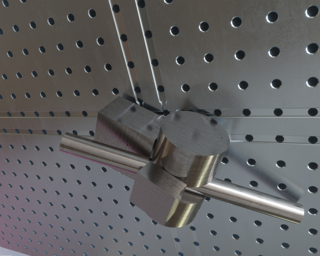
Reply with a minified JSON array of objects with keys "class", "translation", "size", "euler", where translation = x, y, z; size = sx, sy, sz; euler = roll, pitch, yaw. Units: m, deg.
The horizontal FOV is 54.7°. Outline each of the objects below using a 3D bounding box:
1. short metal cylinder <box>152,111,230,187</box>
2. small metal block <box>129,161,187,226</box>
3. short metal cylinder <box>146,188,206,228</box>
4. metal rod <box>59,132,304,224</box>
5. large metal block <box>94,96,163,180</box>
[{"class":"short metal cylinder","translation":[0.035,0.023,0.367],"size":[0.080,0.080,0.050],"euler":[25,127,13]},{"class":"small metal block","translation":[-0.003,0.074,0.352],"size":[0.050,0.025,0.050],"euler":[31,129,18]},{"class":"short metal cylinder","translation":[0.019,0.083,0.412],"size":[0.080,0.080,0.050],"euler":[27,128,11]},{"class":"metal rod","translation":[0.027,0.061,0.379],"size":[0.302,0.025,0.025],"euler":[17,127,-1]},{"class":"large metal block","translation":[-0.040,0.016,0.419],"size":[0.080,0.050,0.079],"euler":[26,128,12]}]
